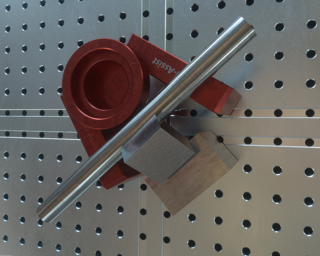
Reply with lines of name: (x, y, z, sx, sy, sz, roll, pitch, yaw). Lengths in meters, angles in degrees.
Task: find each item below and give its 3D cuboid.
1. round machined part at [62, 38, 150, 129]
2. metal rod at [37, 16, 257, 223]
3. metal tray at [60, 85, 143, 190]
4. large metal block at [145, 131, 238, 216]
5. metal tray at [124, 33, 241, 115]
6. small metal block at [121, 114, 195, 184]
round machined part: (-0.056, -0.047, 0.349, 0.098, 0.042, 0.097, 0, 90, 19)
metal rod: (-0.026, 0.003, 0.325, 0.299, 0.025, 0.025, -42, 77, 14)
metal tray: (-0.065, 0.008, 0.399, 0.030, 0.090, 0.130, -31, 80, 17)
large metal block: (0.041, 0.050, 0.365, 0.080, 0.080, 0.050, -43, 77, 15)
metal tray: (0.028, -0.061, 0.367, 0.130, 0.090, 0.030, 33, 102, 16)
small metal block: (-0.002, 0.022, 0.312, 0.050, 0.050, 0.025, -44, 32, 14)
